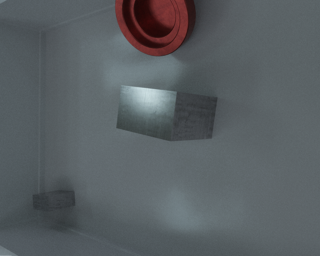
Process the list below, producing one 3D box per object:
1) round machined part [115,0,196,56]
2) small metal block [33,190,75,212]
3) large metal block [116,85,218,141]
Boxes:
[{"bbox_3d":[-0.002,-0.141,0.377,0.098,0.042,0.097,17,130,21],"label":"round machined part"},{"bbox_3d":[-0.185,0.126,0.540,0.050,0.050,0.025,-6,86,39],"label":"small metal block"},{"bbox_3d":[0.009,-0.018,0.362,0.080,0.081,0.050,12,98,39],"label":"large metal block"}]
